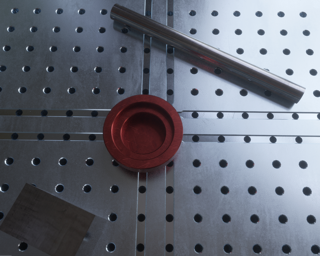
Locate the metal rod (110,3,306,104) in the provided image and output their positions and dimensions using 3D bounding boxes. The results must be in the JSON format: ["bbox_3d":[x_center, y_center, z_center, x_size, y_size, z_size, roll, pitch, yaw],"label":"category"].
[{"bbox_3d":[0.063,-0.112,0.452,0.301,0.025,0.025,27,72,9],"label":"metal rod"}]

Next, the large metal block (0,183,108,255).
[{"bbox_3d":[-0.111,0.106,0.343,0.080,0.080,0.050,23,72,8],"label":"large metal block"}]

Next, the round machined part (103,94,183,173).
[{"bbox_3d":[-0.021,0.009,0.399,0.099,0.042,0.098,0,70,0],"label":"round machined part"}]
